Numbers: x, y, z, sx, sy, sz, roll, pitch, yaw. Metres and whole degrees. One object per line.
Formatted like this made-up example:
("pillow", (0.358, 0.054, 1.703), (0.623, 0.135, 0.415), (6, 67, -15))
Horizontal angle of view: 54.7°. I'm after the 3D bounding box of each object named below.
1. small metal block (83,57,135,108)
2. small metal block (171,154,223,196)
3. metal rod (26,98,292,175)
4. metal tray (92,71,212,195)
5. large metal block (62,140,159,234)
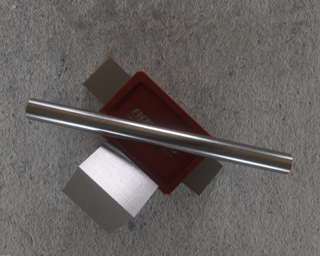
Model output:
("small metal block", (-0.064, -0.057, 0.410), (0.050, 0.025, 0.050), (45, 90, -1))
("small metal block", (0.046, 0.053, 0.411), (0.050, 0.025, 0.050), (39, 90, -1))
("metal rod", (0.000, 0.010, 0.356), (0.302, 0.025, 0.025), (12, 90, -1))
("metal tray", (-0.008, 0.006, 0.383), (0.130, 0.030, 0.090), (44, 90, -1))
("large metal block", (-0.062, 0.073, 0.374), (0.080, 0.080, 0.050), (43, 48, 0))
